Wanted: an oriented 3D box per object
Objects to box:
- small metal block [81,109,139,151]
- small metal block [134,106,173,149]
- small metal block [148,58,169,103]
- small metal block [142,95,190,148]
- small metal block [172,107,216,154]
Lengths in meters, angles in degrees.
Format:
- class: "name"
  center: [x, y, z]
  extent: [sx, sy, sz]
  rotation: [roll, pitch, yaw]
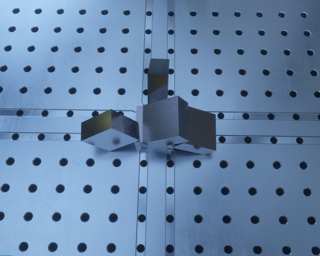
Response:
- class: "small metal block"
  center: [-0.062, 0.004, 0.386]
  extent: [0.050, 0.050, 0.025]
  rotation: [-21, 61, 29]
- class: "small metal block"
  center: [-0.006, -0.001, 0.412]
  extent: [0.050, 0.025, 0.050]
  rotation: [2, 70, 1]
- class: "small metal block"
  center: [-0.002, -0.058, 0.409]
  extent: [0.025, 0.050, 0.050]
  rotation: [3, 34, 2]
- class: "small metal block"
  center: [0.007, -0.006, 0.375]
  extent: [0.050, 0.025, 0.050]
  rotation: [-13, 66, 30]
- class: "small metal block"
  center: [0.045, 0.003, 0.399]
  extent: [0.050, 0.025, 0.050]
  rotation: [14, 67, -28]
